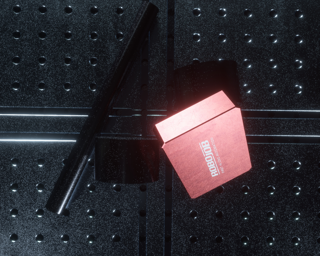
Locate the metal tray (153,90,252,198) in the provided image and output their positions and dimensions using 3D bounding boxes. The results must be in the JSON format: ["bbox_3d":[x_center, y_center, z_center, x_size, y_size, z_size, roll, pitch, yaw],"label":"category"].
[{"bbox_3d":[0.056,0.026,0.368,0.090,0.130,0.030,-28,48,0],"label":"metal tray"}]

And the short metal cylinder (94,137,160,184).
[{"bbox_3d":[-0.040,0.037,0.385,0.081,0.080,0.050,2,90,0],"label":"short metal cylinder"}]

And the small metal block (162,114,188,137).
[{"bbox_3d":[0.029,-0.004,0.401,0.050,0.050,0.025,-9,90,0],"label":"small metal block"}]

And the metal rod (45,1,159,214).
[{"bbox_3d":[-0.076,-0.027,0.412,0.025,0.025,0.299,25,90,0],"label":"metal rod"}]

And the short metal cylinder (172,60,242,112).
[{"bbox_3d":[0.058,-0.050,0.386,0.080,0.080,0.050,-7,90,0],"label":"short metal cylinder"}]
